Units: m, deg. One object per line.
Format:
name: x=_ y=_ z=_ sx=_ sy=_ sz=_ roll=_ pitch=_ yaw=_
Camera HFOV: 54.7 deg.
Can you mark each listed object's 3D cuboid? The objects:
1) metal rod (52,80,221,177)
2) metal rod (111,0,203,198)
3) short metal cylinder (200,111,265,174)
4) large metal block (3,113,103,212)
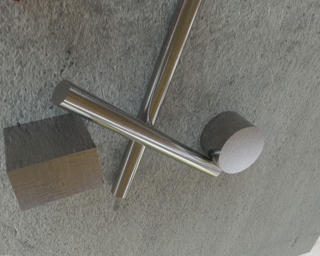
metal rod: x=0.000 y=0.018 z=0.388 sx=0.025 sy=0.025 sz=0.301 roll=-52 pitch=139 yaw=8
metal rod: x=-0.006 y=-0.040 z=0.380 sx=0.025 sy=0.025 sz=0.298 roll=8 pitch=115 yaw=-32
short metal cylinder: x=0.108 y=0.021 z=0.465 sx=0.081 sy=0.050 sz=0.079 roll=-14 pitch=125 yaw=-21
large metal block: x=-0.114 y=0.030 z=0.328 sx=0.081 sy=0.080 sz=0.050 roll=-15 pitch=125 yaw=-20
